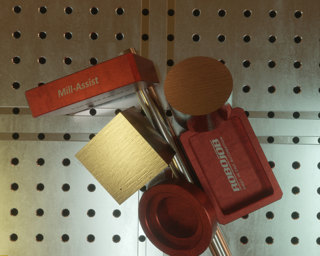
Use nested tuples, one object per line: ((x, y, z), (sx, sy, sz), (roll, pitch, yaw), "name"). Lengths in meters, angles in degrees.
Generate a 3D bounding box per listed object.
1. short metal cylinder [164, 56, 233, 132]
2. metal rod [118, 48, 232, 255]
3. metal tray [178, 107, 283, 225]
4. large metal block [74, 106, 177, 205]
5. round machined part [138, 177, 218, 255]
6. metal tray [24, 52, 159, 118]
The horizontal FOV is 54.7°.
((0.049, -0.041, 0.383), (0.080, 0.050, 0.080), (-4, 66, 10), "short metal cylinder")
((0.020, 0.035, 0.409), (0.025, 0.025, 0.299), (-25, 90, 0), "metal rod")
((0.091, 0.048, 0.408), (0.090, 0.030, 0.129), (-25, 90, 0), "metal tray")
((-0.040, 0.032, 0.379), (0.080, 0.050, 0.080), (-42, 91, 18), "large metal block")
((0.025, 0.108, 0.387), (0.098, 0.042, 0.097), (8, 107, 27), "round machined part")
((-0.074, -0.047, 0.362), (0.130, 0.090, 0.030), (-17, 92, 14), "metal tray")
